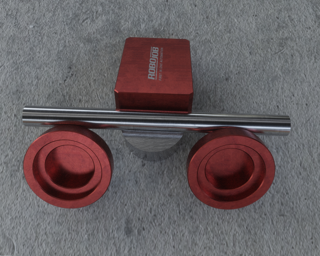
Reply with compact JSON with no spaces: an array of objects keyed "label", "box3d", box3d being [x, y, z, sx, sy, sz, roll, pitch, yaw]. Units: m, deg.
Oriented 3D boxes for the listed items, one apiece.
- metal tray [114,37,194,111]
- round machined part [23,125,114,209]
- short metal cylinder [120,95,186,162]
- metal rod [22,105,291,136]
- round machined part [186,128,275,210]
[{"label":"metal tray","box3d":[-0.005,-0.073,0.405,0.091,0.030,0.130,2,44,0]},{"label":"round machined part","box3d":[-0.104,0.042,0.367,0.099,0.042,0.097,0,108,-1]},{"label":"short metal cylinder","box3d":[-0.008,-0.001,0.397,0.081,0.050,0.080,0,70,0]},{"label":"metal rod","box3d":[-0.004,-0.008,0.360,0.302,0.025,0.025,2,70,0]},{"label":"round machined part","box3d":[0.080,0.044,0.367,0.099,0.042,0.097,0,113,0]}]
